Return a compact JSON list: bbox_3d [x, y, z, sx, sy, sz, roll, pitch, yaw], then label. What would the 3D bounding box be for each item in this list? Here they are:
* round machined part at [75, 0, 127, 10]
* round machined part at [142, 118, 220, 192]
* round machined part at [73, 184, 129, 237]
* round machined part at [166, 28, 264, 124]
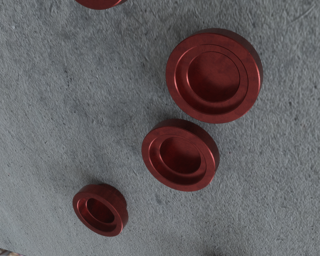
[{"bbox_3d":[-0.059,-0.176,0.318,0.098,0.042,0.097,13,124,21],"label":"round machined part"},{"bbox_3d":[0.029,0.031,0.399,0.098,0.042,0.097,13,124,21],"label":"round machined part"},{"bbox_3d":[-0.096,0.135,0.530,0.098,0.042,0.097,13,124,21],"label":"round machined part"},{"bbox_3d":[0.059,-0.057,0.329,0.098,0.042,0.097,13,124,21],"label":"round machined part"}]
